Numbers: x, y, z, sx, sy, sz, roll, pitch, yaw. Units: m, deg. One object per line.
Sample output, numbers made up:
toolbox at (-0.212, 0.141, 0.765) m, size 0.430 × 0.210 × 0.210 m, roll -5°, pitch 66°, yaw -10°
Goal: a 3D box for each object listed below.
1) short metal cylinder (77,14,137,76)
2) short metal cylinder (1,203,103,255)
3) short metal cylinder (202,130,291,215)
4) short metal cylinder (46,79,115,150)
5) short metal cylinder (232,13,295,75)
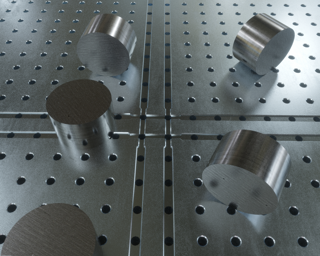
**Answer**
short metal cylinder at (-0.081, -0.127, 0.477) m, size 0.080 × 0.080 × 0.050 m, roll 7°, pitch 51°, yaw 5°
short metal cylinder at (-0.097, 0.118, 0.291) m, size 0.081 × 0.050 × 0.080 m, roll 0°, pitch 50°, yaw 0°
short metal cylinder at (0.093, 0.048, 0.333) m, size 0.080 × 0.080 × 0.050 m, roll 24°, pitch 54°, yaw 18°
short metal cylinder at (-0.101, -0.019, 0.406) m, size 0.081 × 0.050 × 0.080 m, roll 0°, pitch 50°, yaw 0°
short metal cylinder at (0.161, -0.130, 0.483) m, size 0.081 × 0.080 × 0.050 m, roll -28°, pitch 56°, yaw -22°
